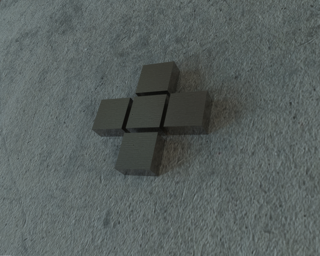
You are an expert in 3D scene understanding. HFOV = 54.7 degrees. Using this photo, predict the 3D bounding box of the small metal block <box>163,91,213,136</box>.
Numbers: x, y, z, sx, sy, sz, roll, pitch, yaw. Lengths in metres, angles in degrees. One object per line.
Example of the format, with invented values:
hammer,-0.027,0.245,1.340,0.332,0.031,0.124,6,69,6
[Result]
small metal block,0.037,-0.018,0.396,0.050,0.025,0.050,-2,61,27

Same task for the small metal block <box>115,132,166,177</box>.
small metal block,-0.024,0.034,0.396,0.050,0.025,0.050,-2,61,27

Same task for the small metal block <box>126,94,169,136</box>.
small metal block,-0.013,-0.017,0.421,0.050,0.025,0.050,-2,61,27

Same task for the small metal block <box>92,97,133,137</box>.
small metal block,-0.064,-0.015,0.446,0.050,0.025,0.050,-2,61,27

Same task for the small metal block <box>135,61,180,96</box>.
small metal block,-0.002,-0.066,0.446,0.050,0.025,0.050,-2,61,27
